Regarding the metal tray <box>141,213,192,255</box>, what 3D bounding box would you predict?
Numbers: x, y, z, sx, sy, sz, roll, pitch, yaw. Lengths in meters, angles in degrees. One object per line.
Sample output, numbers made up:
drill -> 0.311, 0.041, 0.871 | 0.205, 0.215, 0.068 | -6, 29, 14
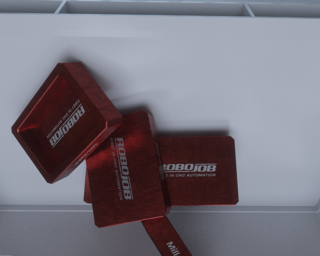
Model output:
metal tray -> 0.023, 0.175, 0.416 | 0.030, 0.130, 0.090 | -32, 163, -13

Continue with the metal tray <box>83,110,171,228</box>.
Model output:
metal tray -> -0.043, 0.051, 0.390 | 0.090, 0.129, 0.030 | -14, 168, 11

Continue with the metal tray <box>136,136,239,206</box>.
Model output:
metal tray -> 0.034, 0.058, 0.415 | 0.131, 0.090, 0.030 | -1, 166, 0

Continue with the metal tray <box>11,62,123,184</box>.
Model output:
metal tray -> -0.115, -0.004, 0.369 | 0.129, 0.030, 0.090 | -42, 82, 29

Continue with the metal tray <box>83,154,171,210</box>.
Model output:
metal tray -> -0.047, 0.085, 0.477 | 0.131, 0.030, 0.089 | 9, 130, -8
